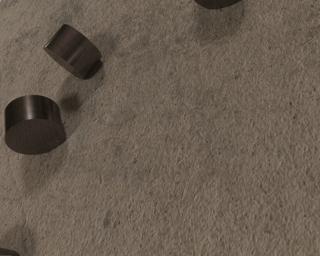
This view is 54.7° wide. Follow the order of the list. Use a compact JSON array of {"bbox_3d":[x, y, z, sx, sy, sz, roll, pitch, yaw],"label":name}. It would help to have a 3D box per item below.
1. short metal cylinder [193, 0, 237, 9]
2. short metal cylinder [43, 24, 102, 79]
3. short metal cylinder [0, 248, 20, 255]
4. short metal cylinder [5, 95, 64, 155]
[{"bbox_3d":[0.085,-0.227,0.463,0.080,0.080,0.050,-3,60,26],"label":"short metal cylinder"},{"bbox_3d":[-0.146,-0.127,0.520,0.080,0.080,0.050,29,78,37],"label":"short metal cylinder"},{"bbox_3d":[-0.219,0.190,0.384,0.080,0.050,0.080,-13,56,20],"label":"short metal cylinder"},{"bbox_3d":[-0.190,-0.004,0.468,0.080,0.080,0.050,-30,52,8],"label":"short metal cylinder"}]
